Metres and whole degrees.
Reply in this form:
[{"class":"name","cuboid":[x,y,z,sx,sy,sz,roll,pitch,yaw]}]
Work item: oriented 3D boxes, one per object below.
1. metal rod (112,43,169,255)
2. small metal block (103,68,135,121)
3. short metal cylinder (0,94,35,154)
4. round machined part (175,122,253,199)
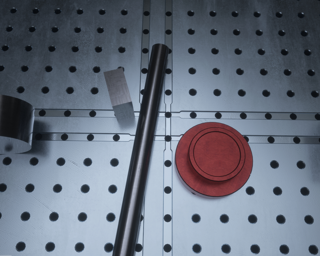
[{"class":"metal rod","cuboid":[-0.022,0.022,0.403,0.025,0.025,0.299,8,70,3]},{"class":"small metal block","cuboid":[-0.054,-0.044,0.414,0.025,0.050,0.050,-15,71,-6]},{"class":"short metal cylinder","cuboid":[-0.199,-0.002,0.381,0.081,0.080,0.050,-3,70,-1]},{"class":"round machined part","cuboid":[0.068,0.037,0.390,0.099,0.042,0.098,0,70,-1]}]
